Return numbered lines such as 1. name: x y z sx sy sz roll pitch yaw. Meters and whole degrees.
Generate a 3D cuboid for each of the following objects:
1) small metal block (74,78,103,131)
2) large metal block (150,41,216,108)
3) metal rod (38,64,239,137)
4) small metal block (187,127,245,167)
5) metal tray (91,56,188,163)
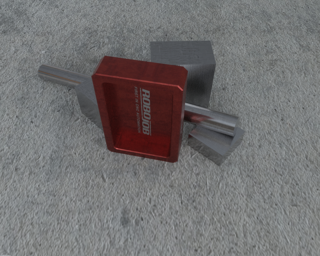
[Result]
1. small metal block: -0.083 -0.030 0.412 0.050 0.050 0.025 37 59 26
2. large metal block: 0.028 -0.072 0.428 0.081 0.080 0.050 -2 50 -2
3. metal rod: -0.043 -0.044 0.423 0.301 0.025 0.025 17 52 20
4. small metal block: 0.071 0.013 0.395 0.050 0.025 0.050 34 58 25
5. metal tray: -0.019 -0.015 0.349 0.090 0.129 0.030 9 51 8
